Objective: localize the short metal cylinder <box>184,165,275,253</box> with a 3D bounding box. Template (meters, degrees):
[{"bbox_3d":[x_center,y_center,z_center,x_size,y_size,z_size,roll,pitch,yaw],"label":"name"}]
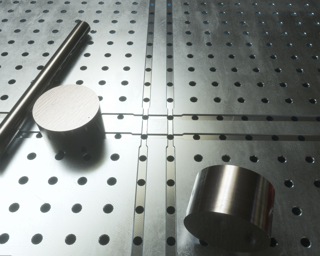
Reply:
[{"bbox_3d":[0.069,0.080,0.305,0.080,0.080,0.050,14,52,11],"label":"short metal cylinder"}]

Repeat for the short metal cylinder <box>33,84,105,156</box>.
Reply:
[{"bbox_3d":[-0.115,-0.011,0.400,0.080,0.050,0.080,0,50,0],"label":"short metal cylinder"}]

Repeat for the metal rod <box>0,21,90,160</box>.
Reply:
[{"bbox_3d":[-0.174,-0.071,0.465,0.025,0.025,0.300,11,51,9],"label":"metal rod"}]
